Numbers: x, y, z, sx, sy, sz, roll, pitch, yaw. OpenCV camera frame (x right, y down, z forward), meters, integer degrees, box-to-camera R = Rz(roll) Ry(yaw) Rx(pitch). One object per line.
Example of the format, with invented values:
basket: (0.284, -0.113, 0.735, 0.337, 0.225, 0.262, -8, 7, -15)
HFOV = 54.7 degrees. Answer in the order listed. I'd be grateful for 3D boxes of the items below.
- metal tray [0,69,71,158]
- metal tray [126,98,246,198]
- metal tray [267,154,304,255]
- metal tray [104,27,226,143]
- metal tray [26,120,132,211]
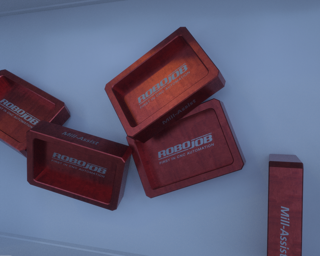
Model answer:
metal tray: (-0.212, -0.023, 0.456, 0.130, 0.030, 0.090, 28, 66, 17)
metal tray: (0.031, 0.027, 0.396, 0.130, 0.030, 0.090, -22, 83, 18)
metal tray: (0.131, 0.096, 0.329, 0.030, 0.090, 0.129, 1, 90, 20)
metal tray: (0.003, -0.053, 0.386, 0.130, 0.030, 0.090, -35, 61, 11)
metal tray: (-0.109, 0.051, 0.412, 0.131, 0.030, 0.089, 16, 119, 5)
